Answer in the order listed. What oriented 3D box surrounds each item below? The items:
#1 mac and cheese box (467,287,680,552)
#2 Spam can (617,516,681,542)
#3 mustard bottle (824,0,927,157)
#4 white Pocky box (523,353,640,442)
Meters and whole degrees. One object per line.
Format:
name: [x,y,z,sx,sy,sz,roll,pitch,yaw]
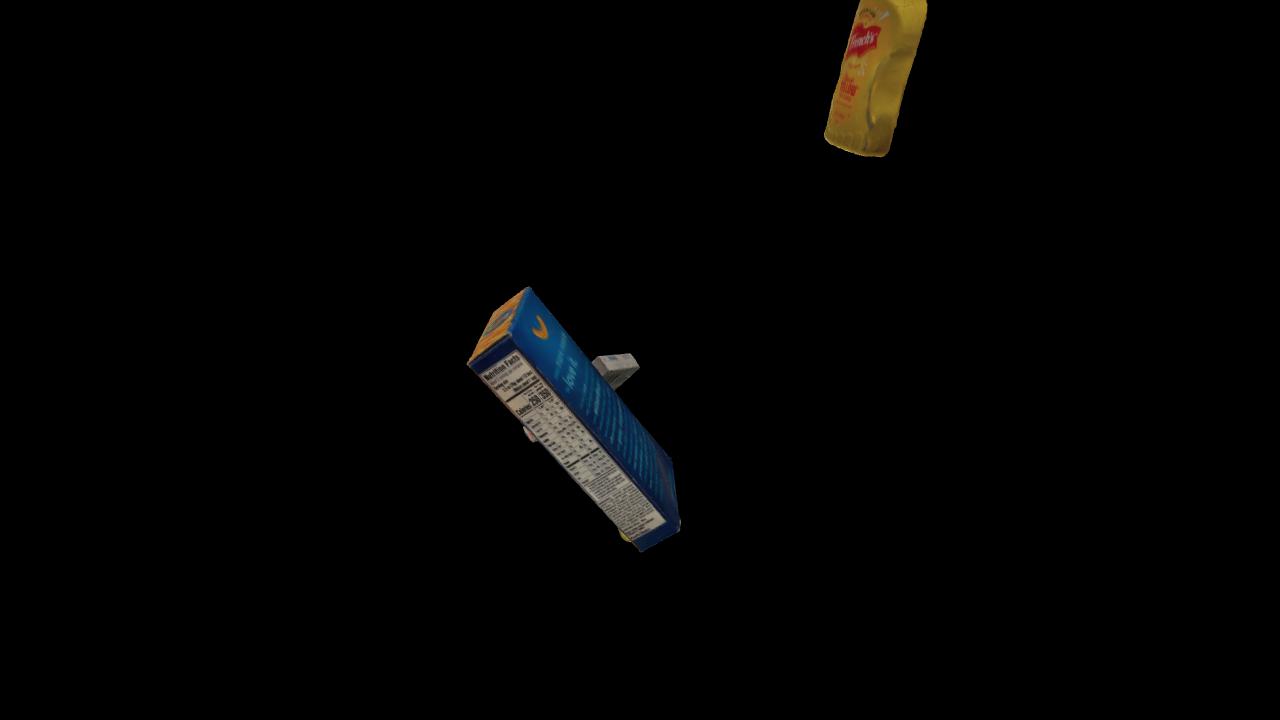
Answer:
mac and cheese box: [-0.039,0.042,0.435,0.041,0.184,0.093,-33,21,14]
Spam can: [0.014,0.248,1.022,0.101,0.058,0.085,-15,14,5]
mustard bottle: [0.230,-0.297,0.587,0.054,0.184,0.092,3,32,-7]
white Pocky box: [-0.076,0.049,0.803,0.154,0.028,0.084,-42,-15,23]
